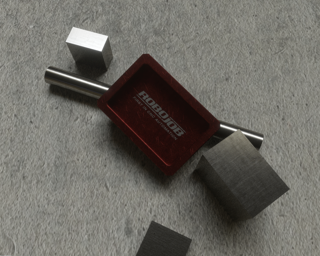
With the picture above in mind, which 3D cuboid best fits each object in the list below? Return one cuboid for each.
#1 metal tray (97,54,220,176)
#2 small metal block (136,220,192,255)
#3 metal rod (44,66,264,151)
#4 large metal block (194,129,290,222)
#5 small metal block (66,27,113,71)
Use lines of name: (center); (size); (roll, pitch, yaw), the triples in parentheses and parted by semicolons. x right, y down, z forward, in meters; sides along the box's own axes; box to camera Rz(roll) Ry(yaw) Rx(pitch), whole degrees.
metal tray: (-0.001, -0.016, 0.387); (0.130, 0.030, 0.090); (45, 93, 5)
small metal block: (0.003, 0.141, 0.356); (0.050, 0.025, 0.050); (24, 72, 8)
metal rod: (-0.012, -0.028, 0.418); (0.301, 0.025, 0.025); (18, 71, 6)
large metal block: (0.089, 0.058, 0.359); (0.050, 0.080, 0.080); (-34, 74, -11)
small metal block: (-0.097, -0.110, 0.434); (0.050, 0.050, 0.025); (16, 71, 5)
